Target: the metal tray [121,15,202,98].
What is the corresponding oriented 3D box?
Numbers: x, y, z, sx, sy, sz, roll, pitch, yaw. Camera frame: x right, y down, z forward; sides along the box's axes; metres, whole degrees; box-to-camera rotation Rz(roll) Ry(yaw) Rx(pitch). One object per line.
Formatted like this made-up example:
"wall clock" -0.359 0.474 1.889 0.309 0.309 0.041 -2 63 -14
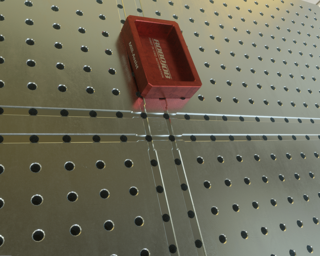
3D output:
"metal tray" 0.001 -0.108 0.470 0.091 0.030 0.130 -4 64 -30
